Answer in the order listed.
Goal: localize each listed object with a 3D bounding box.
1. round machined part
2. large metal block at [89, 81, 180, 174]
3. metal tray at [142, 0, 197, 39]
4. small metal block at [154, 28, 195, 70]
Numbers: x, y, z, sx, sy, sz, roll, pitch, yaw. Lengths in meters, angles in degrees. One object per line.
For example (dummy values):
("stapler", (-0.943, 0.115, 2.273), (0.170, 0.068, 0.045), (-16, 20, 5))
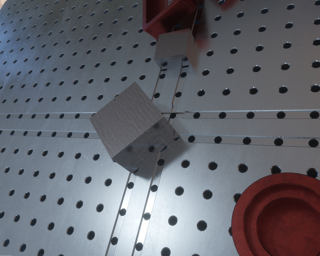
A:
("round machined part", (0.118, 0.093, 0.278), (0.098, 0.042, 0.098), (-13, 56, 21))
("large metal block", (-0.035, -0.001, 0.412), (0.080, 0.050, 0.080), (-39, 51, 2))
("metal tray", (0.012, -0.222, 0.514), (0.090, 0.030, 0.130), (-29, 49, 37))
("small metal block", (0.022, -0.120, 0.470), (0.050, 0.025, 0.050), (-4, 60, 26))
